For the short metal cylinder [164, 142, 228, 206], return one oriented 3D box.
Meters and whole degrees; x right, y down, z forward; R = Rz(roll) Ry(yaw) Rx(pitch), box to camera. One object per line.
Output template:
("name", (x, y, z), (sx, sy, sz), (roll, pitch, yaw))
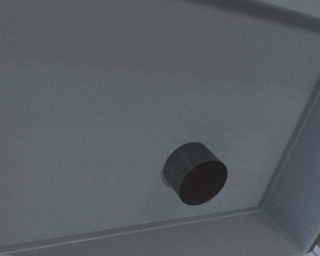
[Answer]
("short metal cylinder", (0.053, 0.068, 0.462), (0.081, 0.050, 0.080), (-14, 124, -21))
